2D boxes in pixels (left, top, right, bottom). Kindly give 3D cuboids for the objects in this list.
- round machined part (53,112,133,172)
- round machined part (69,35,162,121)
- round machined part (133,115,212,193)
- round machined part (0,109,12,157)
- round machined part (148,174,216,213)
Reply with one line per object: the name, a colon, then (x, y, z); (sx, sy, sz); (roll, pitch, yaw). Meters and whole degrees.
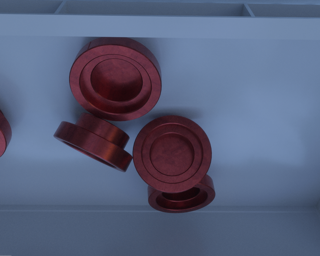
round machined part: (-0.078, 0.015, 0.388); (0.098, 0.042, 0.098); (25, 167, 7)
round machined part: (-0.047, -0.058, 0.348); (0.099, 0.042, 0.097); (0, 130, 0)
round machined part: (0.016, 0.036, 0.404); (0.099, 0.098, 0.042); (-1, 165, 0)
round machined part: (-0.239, -0.003, 0.392); (0.099, 0.042, 0.097); (-1, 131, -1)
round machined part: (0.031, 0.088, 0.465); (0.099, 0.042, 0.097); (-3, 141, -3)
